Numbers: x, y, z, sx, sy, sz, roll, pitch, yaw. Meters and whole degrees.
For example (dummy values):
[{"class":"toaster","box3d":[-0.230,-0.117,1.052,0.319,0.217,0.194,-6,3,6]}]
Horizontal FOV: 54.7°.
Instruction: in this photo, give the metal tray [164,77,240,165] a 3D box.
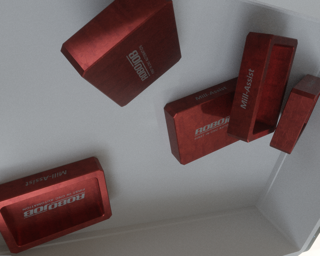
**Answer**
[{"class":"metal tray","box3d":[0.075,-0.011,0.442,0.131,0.030,0.089,-22,127,-16]}]

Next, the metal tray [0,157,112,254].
[{"class":"metal tray","box3d":[-0.133,0.097,0.393,0.131,0.030,0.089,-16,125,-20]}]

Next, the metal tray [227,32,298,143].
[{"class":"metal tray","box3d":[0.133,-0.053,0.400,0.091,0.030,0.129,-13,117,-48]}]

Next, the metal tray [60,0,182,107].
[{"class":"metal tray","box3d":[-0.026,-0.071,0.297,0.090,0.030,0.130,-40,170,1]}]

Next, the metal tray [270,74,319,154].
[{"class":"metal tray","box3d":[0.210,-0.025,0.465,0.131,0.030,0.089,-28,137,-53]}]
